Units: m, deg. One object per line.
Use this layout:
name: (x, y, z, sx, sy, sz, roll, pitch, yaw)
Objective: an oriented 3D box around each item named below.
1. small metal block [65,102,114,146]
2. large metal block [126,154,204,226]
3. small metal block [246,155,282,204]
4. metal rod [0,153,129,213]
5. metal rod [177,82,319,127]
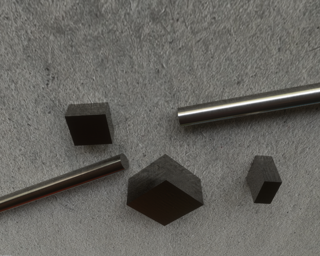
small metal block: (-0.089, -0.005, 0.402, 0.050, 0.025, 0.050, -3, 130, 2)
large metal block: (0.008, 0.097, 0.474, 0.080, 0.050, 0.080, -37, 122, 27)
small metal block: (0.153, 0.076, 0.458, 0.025, 0.050, 0.050, 4, 130, -4)
metal rod: (-0.187, 0.098, 0.488, 0.301, 0.025, 0.025, -20, 128, 16)
metal rod: (0.172, -0.039, 0.376, 0.301, 0.025, 0.025, -10, 130, 7)
